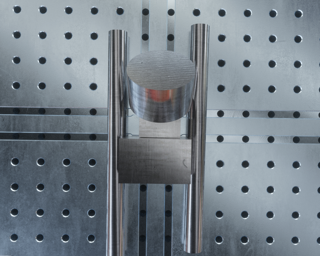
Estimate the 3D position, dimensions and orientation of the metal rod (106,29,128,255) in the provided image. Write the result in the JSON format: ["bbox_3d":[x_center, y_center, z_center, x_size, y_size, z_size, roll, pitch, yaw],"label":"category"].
[{"bbox_3d":[-0.058,0.022,0.413,0.025,0.025,0.298,1,90,0],"label":"metal rod"}]

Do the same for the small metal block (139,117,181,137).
[{"bbox_3d":[0.000,-0.001,0.401,0.050,0.050,0.025,1,90,-1],"label":"small metal block"}]

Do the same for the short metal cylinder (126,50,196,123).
[{"bbox_3d":[0.001,-0.052,0.379,0.081,0.050,0.080,1,46,-1],"label":"short metal cylinder"}]

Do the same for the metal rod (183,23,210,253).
[{"bbox_3d":[0.049,0.014,0.413,0.025,0.025,0.298,2,90,0],"label":"metal rod"}]

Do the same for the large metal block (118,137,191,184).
[{"bbox_3d":[-0.006,0.037,0.383,0.081,0.080,0.050,1,90,0],"label":"large metal block"}]
